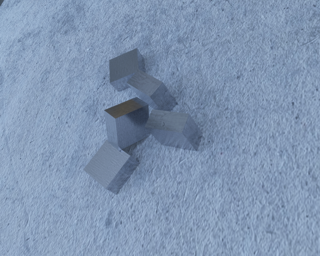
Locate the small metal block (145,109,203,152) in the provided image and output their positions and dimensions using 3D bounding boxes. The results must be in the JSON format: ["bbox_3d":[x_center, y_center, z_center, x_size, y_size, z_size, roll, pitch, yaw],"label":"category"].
[{"bbox_3d":[0.018,0.003,0.377,0.050,0.050,0.025,9,66,32],"label":"small metal block"}]

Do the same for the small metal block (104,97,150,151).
[{"bbox_3d":[-0.042,-0.006,0.401,0.050,0.050,0.025,-27,43,-32],"label":"small metal block"}]

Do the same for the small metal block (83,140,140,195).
[{"bbox_3d":[-0.064,0.051,0.406,0.050,0.025,0.050,29,78,37],"label":"small metal block"}]

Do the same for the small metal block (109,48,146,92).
[{"bbox_3d":[-0.051,-0.091,0.486,0.050,0.025,0.050,-19,54,17],"label":"small metal block"}]

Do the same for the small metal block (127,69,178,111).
[{"bbox_3d":[-0.010,-0.048,0.422,0.050,0.050,0.025,34,81,38],"label":"small metal block"}]
